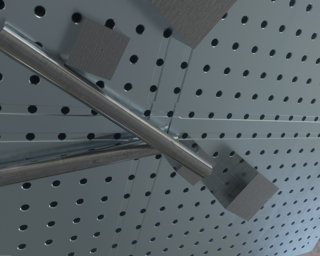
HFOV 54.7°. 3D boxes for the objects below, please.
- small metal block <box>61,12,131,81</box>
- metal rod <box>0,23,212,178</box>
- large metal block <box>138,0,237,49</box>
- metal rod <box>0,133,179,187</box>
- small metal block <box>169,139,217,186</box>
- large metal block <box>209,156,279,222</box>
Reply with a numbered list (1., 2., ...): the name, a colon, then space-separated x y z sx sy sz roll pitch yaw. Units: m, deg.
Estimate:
1. small metal block: -0.067 -0.084 0.323 0.050 0.025 0.050 17 109 -35
2. metal rod: -0.041 -0.012 0.360 0.301 0.025 0.025 34 99 -32
3. large metal block: 0.027 -0.144 0.321 0.080 0.050 0.080 -49 129 6
4. metal rod: -0.115 0.043 0.374 0.303 0.025 0.025 -10 123 -24
5. small metal block: 0.050 0.054 0.472 0.050 0.025 0.050 -44 129 2
6. large metal block: 0.147 0.107 0.541 0.080 0.050 0.080 -50 129 7
